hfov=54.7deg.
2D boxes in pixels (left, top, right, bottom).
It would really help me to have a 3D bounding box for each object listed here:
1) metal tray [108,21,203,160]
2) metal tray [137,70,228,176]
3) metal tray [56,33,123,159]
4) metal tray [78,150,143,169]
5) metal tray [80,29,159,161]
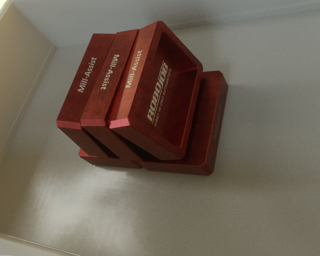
[{"bbox_3d":[0.002,-0.040,0.344,0.030,0.090,0.130,-9,57,41],"label":"metal tray"},{"bbox_3d":[0.030,-0.009,0.391,0.090,0.030,0.130,1,62,28],"label":"metal tray"},{"bbox_3d":[-0.071,-0.039,0.381,0.030,0.090,0.130,6,64,17],"label":"metal tray"},{"bbox_3d":[-0.051,-0.011,0.433,0.090,0.030,0.130,1,62,28],"label":"metal tray"},{"bbox_3d":[-0.034,-0.038,0.363,0.030,0.090,0.130,0,60,28],"label":"metal tray"}]
